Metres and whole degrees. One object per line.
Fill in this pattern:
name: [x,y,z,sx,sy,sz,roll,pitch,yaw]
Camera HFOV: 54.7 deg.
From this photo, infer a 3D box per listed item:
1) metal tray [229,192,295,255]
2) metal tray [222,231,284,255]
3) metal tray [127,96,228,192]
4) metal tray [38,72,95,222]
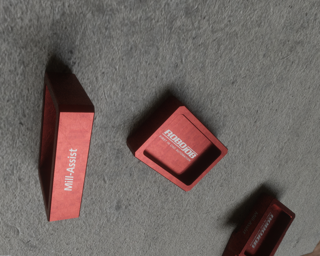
metal tray: [0.203,0.203,0.611,0.090,0.030,0.130,38,83,-30]
metal tray: [0.203,0.259,0.674,0.131,0.030,0.089,0,119,-29]
metal tray: [0.028,0.027,0.435,0.090,0.030,0.130,-46,129,4]
metal tray: [-0.101,0.018,0.320,0.030,0.090,0.129,0,119,-28]
